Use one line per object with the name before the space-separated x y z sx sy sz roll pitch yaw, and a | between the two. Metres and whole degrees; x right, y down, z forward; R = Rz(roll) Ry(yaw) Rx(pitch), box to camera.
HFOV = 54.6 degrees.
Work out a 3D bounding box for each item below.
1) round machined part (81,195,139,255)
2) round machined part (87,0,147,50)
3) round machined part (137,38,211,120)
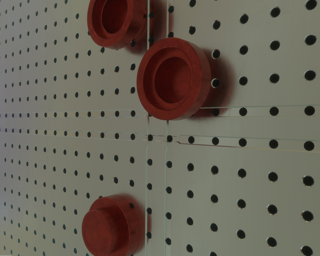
round machined part | -0.080 0.153 0.466 0.098 0.042 0.097 0 90 40
round machined part | -0.058 -0.162 0.448 0.098 0.042 0.097 0 90 40
round machined part | 0.021 -0.058 0.382 0.098 0.042 0.097 0 91 39
